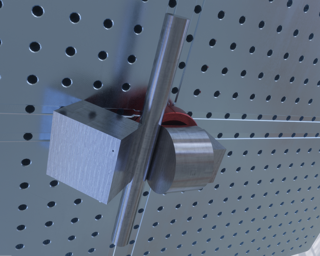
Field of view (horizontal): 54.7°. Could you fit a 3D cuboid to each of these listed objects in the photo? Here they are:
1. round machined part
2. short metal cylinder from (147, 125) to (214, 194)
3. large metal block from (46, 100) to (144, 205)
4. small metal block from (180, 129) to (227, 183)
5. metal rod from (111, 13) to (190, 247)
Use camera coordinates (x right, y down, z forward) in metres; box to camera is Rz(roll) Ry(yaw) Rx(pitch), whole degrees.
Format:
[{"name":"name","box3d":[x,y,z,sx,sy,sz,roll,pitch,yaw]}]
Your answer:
[{"name":"round machined part","box3d":[-0.001,0.014,0.408,0.099,0.042,0.097,-14,125,-21]},{"name":"short metal cylinder","box3d":[0.019,0.036,0.371,0.050,0.080,0.079,1,118,-29]},{"name":"large metal block","box3d":[-0.073,0.024,0.344,0.050,0.080,0.079,-39,148,-61]},{"name":"small metal block","box3d":[0.052,0.035,0.392,0.025,0.050,0.050,1,118,-30]},{"name":"metal rod","box3d":[-0.019,0.022,0.362,0.025,0.025,0.298,1,118,-29]}]
